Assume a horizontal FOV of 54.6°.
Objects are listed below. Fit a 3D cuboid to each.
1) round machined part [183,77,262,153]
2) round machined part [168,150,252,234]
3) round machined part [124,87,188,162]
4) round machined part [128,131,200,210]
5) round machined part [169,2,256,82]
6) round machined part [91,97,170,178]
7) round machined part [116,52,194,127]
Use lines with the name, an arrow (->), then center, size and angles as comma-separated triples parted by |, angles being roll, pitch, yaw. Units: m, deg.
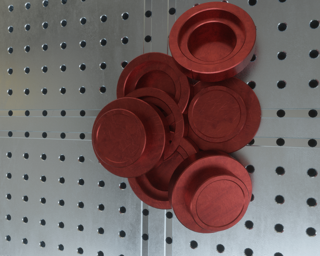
round machined part -> 0.072, -0.016, 0.378 | 0.098, 0.042, 0.097 | 0, 90, 20
round machined part -> 0.062, 0.078, 0.356 | 0.099, 0.042, 0.097 | -3, 103, -12
round machined part -> -0.010, -0.002, 0.407 | 0.098, 0.042, 0.097 | 0, 90, 20
round machined part -> 0.010, 0.051, 0.400 | 0.098, 0.042, 0.097 | 0, 90, 20
round machined part -> 0.062, -0.097, 0.370 | 0.098, 0.042, 0.098 | -4, 68, 11
round machined part -> -0.041, 0.012, 0.373 | 0.098, 0.042, 0.097 | 0, 90, 20
round machined part -> -0.004, -0.046, 0.405 | 0.098, 0.042, 0.097 | 0, 90, 20
